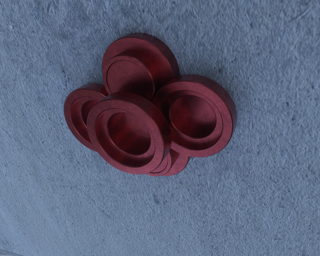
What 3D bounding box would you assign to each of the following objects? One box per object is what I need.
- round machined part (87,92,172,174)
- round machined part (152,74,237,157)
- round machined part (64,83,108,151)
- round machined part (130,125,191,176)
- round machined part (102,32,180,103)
[{"bbox_3d":[-0.031,0.002,0.359,0.098,0.042,0.097,13,124,20],"label":"round machined part"},{"bbox_3d":[0.042,-0.017,0.364,0.098,0.042,0.097,13,124,20],"label":"round machined part"},{"bbox_3d":[-0.079,-0.017,0.427,0.098,0.042,0.097,13,124,20],"label":"round machined part"},{"bbox_3d":[-0.007,0.026,0.415,0.098,0.042,0.097,13,124,20],"label":"round machined part"},{"bbox_3d":[-0.029,-0.061,0.373,0.098,0.042,0.097,13,124,20],"label":"round machined part"}]
